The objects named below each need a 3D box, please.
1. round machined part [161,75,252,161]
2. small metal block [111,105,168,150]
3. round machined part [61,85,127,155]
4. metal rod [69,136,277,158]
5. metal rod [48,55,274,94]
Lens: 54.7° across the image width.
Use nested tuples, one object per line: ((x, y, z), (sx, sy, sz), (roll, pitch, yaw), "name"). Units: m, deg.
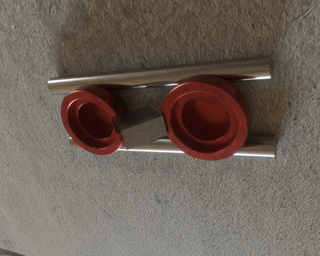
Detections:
((0.054, -0.014, 0.353), (0.098, 0.042, 0.097), (13, 124, 21), "round machined part")
((-0.026, -0.002, 0.370), (0.050, 0.050, 0.025), (-138, 31, -61), "small metal block")
((-0.083, -0.014, 0.427), (0.098, 0.042, 0.097), (13, 124, 21), "round machined part")
((-0.002, 0.021, 0.422), (0.300, 0.025, 0.025), (0, 119, 28), "metal rod")
((-0.021, -0.061, 0.381), (0.300, 0.025, 0.025), (0, 119, 28), "metal rod")
